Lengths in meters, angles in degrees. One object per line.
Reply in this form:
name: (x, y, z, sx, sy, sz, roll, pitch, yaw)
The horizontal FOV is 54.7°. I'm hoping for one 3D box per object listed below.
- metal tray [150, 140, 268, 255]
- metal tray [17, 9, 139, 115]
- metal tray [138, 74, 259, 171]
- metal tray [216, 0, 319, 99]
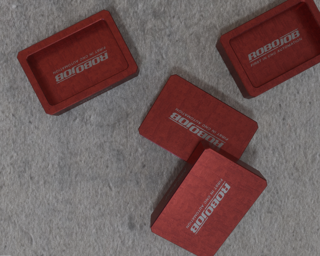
metal tray: (0.058, 0.092, 0.389, 0.090, 0.030, 0.129, 31, 102, -8)
metal tray: (-0.104, -0.083, 0.405, 0.131, 0.030, 0.090, -27, 90, -1)
metal tray: (0.049, 0.000, 0.408, 0.130, 0.030, 0.090, 31, 90, -1)
metal tray: (0.153, -0.107, 0.409, 0.130, 0.030, 0.090, -28, 90, -1)
